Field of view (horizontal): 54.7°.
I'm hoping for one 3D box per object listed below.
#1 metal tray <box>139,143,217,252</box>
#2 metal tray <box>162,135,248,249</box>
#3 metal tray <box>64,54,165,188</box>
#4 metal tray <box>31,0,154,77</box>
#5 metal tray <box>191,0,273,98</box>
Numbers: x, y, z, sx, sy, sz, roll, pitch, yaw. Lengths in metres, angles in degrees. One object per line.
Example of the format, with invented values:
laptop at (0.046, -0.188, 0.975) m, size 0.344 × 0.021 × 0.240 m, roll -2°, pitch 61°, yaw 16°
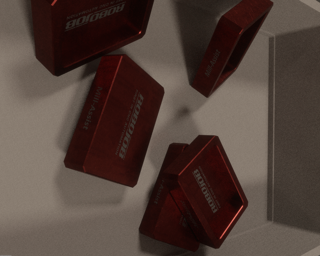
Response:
metal tray at (0.033, 0.096, 0.434) m, size 0.090 × 0.030 × 0.130 m, roll 33°, pitch 70°, yaw -35°
metal tray at (0.066, 0.085, 0.421) m, size 0.090 × 0.030 × 0.130 m, roll -43°, pitch 116°, yaw -32°
metal tray at (-0.045, -0.006, 0.351) m, size 0.090 × 0.030 × 0.130 m, roll 34°, pitch 68°, yaw -52°
metal tray at (-0.062, -0.115, 0.314) m, size 0.030 × 0.089 × 0.131 m, roll 44°, pitch 55°, yaw 14°
metal tray at (0.097, -0.111, 0.429) m, size 0.030 × 0.129 × 0.090 m, roll 39°, pitch 58°, yaw 13°
